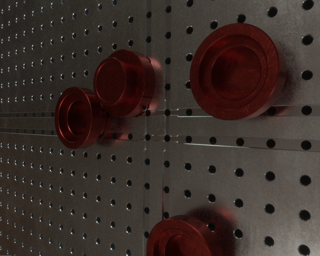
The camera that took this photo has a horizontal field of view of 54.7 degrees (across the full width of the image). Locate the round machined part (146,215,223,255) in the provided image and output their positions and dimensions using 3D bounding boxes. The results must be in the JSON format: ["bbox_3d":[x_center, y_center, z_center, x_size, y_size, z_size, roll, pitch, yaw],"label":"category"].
[{"bbox_3d":[0.034,0.153,0.369,0.098,0.042,0.097,0,90,39],"label":"round machined part"}]

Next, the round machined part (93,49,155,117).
[{"bbox_3d":[-0.058,-0.064,0.444,0.098,0.042,0.097,0,90,39],"label":"round machined part"}]

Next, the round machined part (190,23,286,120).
[{"bbox_3d":[0.084,-0.056,0.328,0.098,0.042,0.097,0,90,39],"label":"round machined part"}]

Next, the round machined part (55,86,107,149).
[{"bbox_3d":[-0.123,-0.016,0.497,0.098,0.042,0.097,0,90,39],"label":"round machined part"}]
